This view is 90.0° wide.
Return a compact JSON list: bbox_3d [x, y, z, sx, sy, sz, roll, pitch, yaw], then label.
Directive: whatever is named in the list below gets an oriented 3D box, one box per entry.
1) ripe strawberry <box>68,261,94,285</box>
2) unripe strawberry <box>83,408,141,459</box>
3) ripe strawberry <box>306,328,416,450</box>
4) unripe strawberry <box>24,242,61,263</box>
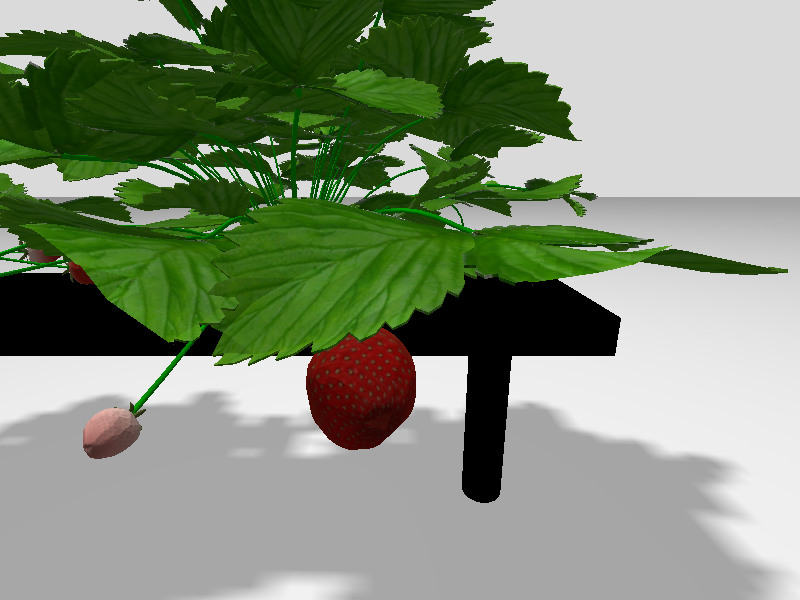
[{"bbox_3d":[-0.287,-0.030,0.371,0.031,0.033,0.029,0,16,-3],"label":"ripe strawberry"},{"bbox_3d":[-0.101,0.047,0.138,0.016,0.017,0.017,1,17,3],"label":"unripe strawberry"},{"bbox_3d":[-0.012,0.033,0.144,0.042,0.044,0.045,-6,19,-19],"label":"ripe strawberry"},{"bbox_3d":[-0.410,-0.057,0.461,0.033,0.034,0.030,-12,20,-38],"label":"unripe strawberry"}]
